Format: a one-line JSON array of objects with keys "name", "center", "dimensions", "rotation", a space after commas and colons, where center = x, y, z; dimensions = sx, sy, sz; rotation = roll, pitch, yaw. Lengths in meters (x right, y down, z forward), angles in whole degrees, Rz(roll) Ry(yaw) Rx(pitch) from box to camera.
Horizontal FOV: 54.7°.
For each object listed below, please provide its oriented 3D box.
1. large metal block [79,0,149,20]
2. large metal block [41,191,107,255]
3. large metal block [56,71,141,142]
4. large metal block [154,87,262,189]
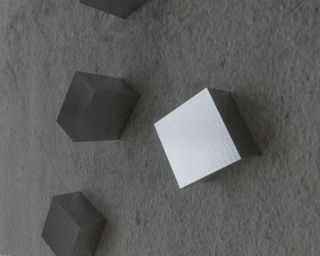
[{"name": "large metal block", "center": [-0.055, -0.199, 0.413], "dimensions": [0.080, 0.081, 0.050], "rotation": [-25, 75, 37]}, {"name": "large metal block", "center": [-0.141, 0.162, 0.502], "dimensions": [0.080, 0.050, 0.079], "rotation": [33, 110, 35]}, {"name": "large metal block", "center": [-0.086, -0.028, 0.438], "dimensions": [0.050, 0.081, 0.079], "rotation": [42, 115, 31]}, {"name": "large metal block", "center": [0.051, 0.012, 0.345], "dimensions": [0.080, 0.050, 0.080], "rotation": [-34, 69, 34]}]
